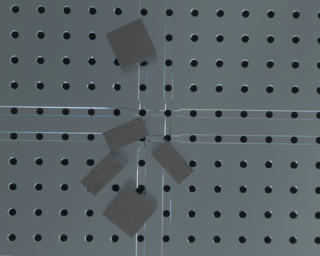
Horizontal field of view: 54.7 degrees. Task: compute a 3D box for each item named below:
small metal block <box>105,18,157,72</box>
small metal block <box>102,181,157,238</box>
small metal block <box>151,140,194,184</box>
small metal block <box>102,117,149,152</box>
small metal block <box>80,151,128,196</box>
[{"bbox_3d":[-0.037,-0.110,0.413,0.050,0.025,0.050,-24,90,-1],"label":"small metal block"},{"bbox_3d":[-0.040,0.108,0.413,0.050,0.025,0.050,40,90,-1],"label":"small metal block"},{"bbox_3d":[0.015,0.042,0.401,0.025,0.050,0.050,-42,91,0],"label":"small metal block"},{"bbox_3d":[-0.042,0.007,0.400,0.050,0.050,0.025,-23,90,0],"label":"small metal block"},{"bbox_3d":[-0.070,0.056,0.400,0.050,0.050,0.025,-45,91,0],"label":"small metal block"}]
